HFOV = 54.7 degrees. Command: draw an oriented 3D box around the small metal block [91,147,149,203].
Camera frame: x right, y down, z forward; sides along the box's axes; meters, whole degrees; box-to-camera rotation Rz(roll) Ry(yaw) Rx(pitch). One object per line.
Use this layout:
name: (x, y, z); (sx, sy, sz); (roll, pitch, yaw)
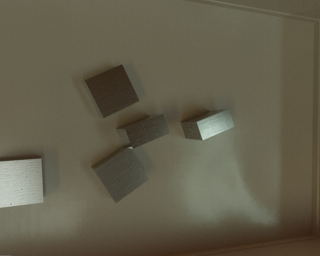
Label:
small metal block: (-0.051, 0.058, 0.393); (0.050, 0.025, 0.050); (-34, 102, -17)

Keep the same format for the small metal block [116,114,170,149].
small metal block: (-0.023, 0.004, 0.390); (0.050, 0.050, 0.025); (-23, 98, -19)

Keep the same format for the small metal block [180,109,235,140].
small metal block: (0.064, -0.005, 0.422); (0.050, 0.050, 0.025); (-22, 98, -19)

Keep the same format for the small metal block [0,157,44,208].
small metal block: (-0.160, 0.060, 0.352); (0.050, 0.025, 0.050); (-3, 91, -20)

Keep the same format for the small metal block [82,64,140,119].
small metal block: (-0.062, -0.045, 0.388); (0.050, 0.025, 0.050); (-28, 100, -18)
